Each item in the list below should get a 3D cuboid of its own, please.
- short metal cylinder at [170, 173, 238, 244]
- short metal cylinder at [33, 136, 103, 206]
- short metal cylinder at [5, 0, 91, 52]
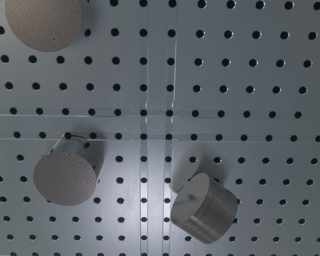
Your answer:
[{"bbox_3d":[0.059,0.109,0.425,0.050,0.080,0.080,37,106,-13],"label":"short metal cylinder"},{"bbox_3d":[-0.122,0.057,0.420,0.081,0.050,0.079,0,110,0],"label":"short metal cylinder"},{"bbox_3d":[-0.123,-0.129,0.351,0.081,0.050,0.079,0,110,0],"label":"short metal cylinder"}]
